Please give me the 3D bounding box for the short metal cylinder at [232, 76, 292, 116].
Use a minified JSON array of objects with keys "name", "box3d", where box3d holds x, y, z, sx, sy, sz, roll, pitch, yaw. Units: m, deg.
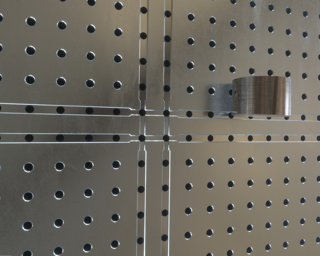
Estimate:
[{"name":"short metal cylinder","box3d":[0.143,-0.042,0.438,0.081,0.080,0.050,2,90,-20]}]
